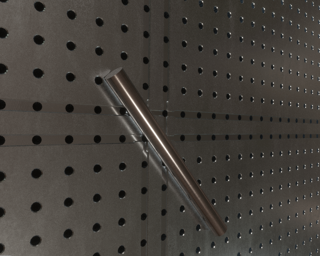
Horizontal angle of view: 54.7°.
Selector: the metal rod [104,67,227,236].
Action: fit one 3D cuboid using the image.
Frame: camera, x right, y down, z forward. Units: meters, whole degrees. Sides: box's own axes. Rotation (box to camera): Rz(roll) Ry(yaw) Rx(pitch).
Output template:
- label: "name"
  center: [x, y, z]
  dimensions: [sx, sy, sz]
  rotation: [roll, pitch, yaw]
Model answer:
- label: "metal rod"
  center: [0.020, 0.048, 0.428]
  dimensions: [0.025, 0.025, 0.299]
  rotation: [-49, 119, -29]
